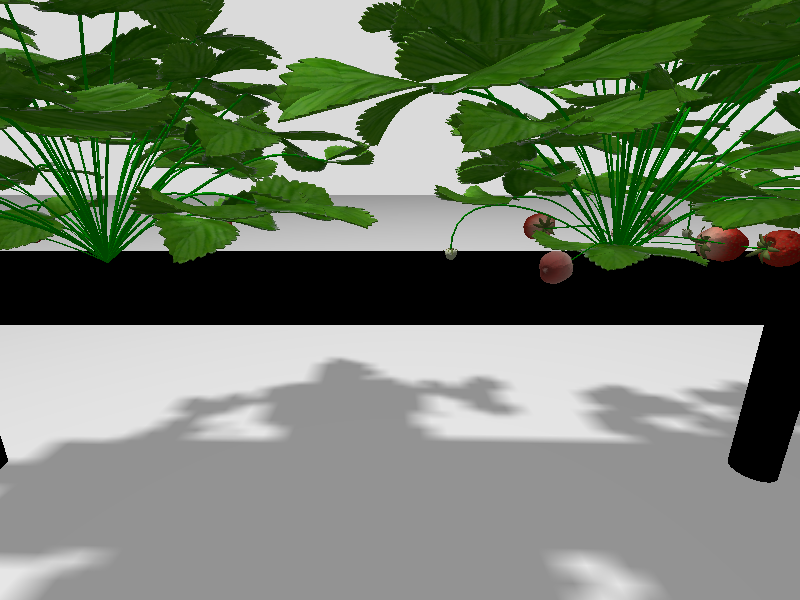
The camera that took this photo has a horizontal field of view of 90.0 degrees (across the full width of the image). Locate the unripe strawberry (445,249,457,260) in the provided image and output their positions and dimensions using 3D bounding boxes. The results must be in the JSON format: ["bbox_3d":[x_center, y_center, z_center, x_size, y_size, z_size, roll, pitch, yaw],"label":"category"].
[{"bbox_3d":[0.044,-0.039,0.347,0.010,0.010,0.009,-1,16,-2],"label":"unripe strawberry"}]

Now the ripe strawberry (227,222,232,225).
[{"bbox_3d":[-0.252,-0.108,0.576,0.021,0.018,0.021,1,-18,2],"label":"ripe strawberry"}]

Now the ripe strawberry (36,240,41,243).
[{"bbox_3d":[-0.422,-0.075,0.462,0.021,0.020,0.019,38,32,22],"label":"ripe strawberry"}]

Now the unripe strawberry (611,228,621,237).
[{"bbox_3d":[0.271,-0.083,0.500,0.012,0.014,0.014,8,-4,26],"label":"unripe strawberry"}]

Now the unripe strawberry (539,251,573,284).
[{"bbox_3d":[0.107,-0.022,0.278,0.024,0.023,0.022,-15,22,-40],"label":"unripe strawberry"}]

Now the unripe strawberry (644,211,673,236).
[{"bbox_3d":[0.343,-0.101,0.531,0.032,0.033,0.034,13,20,37],"label":"unripe strawberry"}]

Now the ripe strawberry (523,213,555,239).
[{"bbox_3d":[0.168,-0.091,0.490,0.037,0.032,0.037,-2,16,-8],"label":"ripe strawberry"}]

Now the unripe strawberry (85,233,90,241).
[{"bbox_3d":[-0.359,-0.072,0.460,0.011,0.010,0.010,-14,21,-40],"label":"unripe strawberry"}]

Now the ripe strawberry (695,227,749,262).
[{"bbox_3d":[0.283,-0.050,0.350,0.038,0.032,0.038,1,16,0],"label":"ripe strawberry"}]

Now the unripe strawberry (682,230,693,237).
[{"bbox_3d":[0.332,-0.076,0.464,0.011,0.011,0.010,-13,21,-38],"label":"unripe strawberry"}]

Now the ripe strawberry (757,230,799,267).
[{"bbox_3d":[0.318,-0.042,0.329,0.031,0.030,0.034,3,17,9],"label":"ripe strawberry"}]
